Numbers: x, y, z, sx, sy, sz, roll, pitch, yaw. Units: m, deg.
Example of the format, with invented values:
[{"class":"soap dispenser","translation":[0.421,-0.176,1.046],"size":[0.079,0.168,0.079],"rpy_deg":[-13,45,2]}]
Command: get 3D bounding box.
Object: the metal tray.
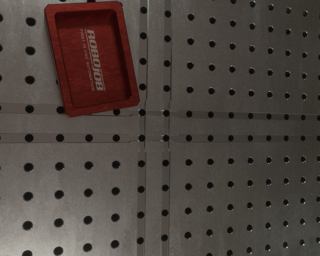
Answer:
[{"class":"metal tray","translation":[-0.082,-0.083,0.379],"size":[0.091,0.030,0.129],"rpy_deg":[-12,94,-20]}]
